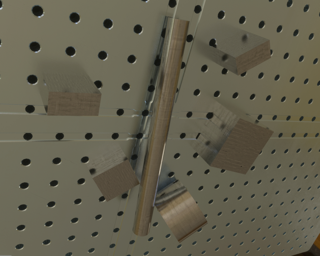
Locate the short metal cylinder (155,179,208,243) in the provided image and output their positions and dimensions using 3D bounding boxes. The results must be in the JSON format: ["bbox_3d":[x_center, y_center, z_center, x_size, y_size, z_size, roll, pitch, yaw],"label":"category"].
[{"bbox_3d":[0.028,0.125,0.470,0.050,0.080,0.080,-33,129,-7],"label":"short metal cylinder"}]

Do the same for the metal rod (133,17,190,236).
[{"bbox_3d":[-0.003,0.014,0.402,0.025,0.025,0.298,-2,114,-28],"label":"metal rod"}]

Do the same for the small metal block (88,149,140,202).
[{"bbox_3d":[-0.062,0.064,0.419,0.050,0.025,0.050,-28,128,-11],"label":"small metal block"}]

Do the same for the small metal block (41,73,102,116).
[{"bbox_3d":[-0.094,-0.035,0.323,0.050,0.050,0.025,-1,119,-29],"label":"small metal block"}]

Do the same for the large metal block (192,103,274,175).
[{"bbox_3d":[0.110,0.018,0.469,0.081,0.050,0.080,17,109,-35],"label":"large metal block"}]

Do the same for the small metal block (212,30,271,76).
[{"bbox_3d":[0.103,-0.097,0.393,0.050,0.050,0.025,-29,129,-10],"label":"small metal block"}]
